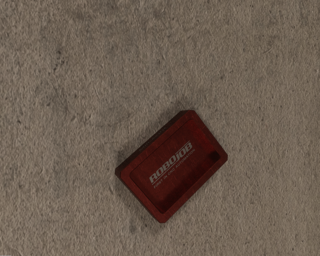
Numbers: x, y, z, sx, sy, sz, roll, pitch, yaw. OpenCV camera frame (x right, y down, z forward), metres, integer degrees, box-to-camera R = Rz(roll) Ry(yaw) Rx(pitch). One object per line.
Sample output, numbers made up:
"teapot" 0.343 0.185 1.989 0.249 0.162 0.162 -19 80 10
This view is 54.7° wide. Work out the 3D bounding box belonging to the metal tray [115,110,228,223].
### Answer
"metal tray" 0.018 0.049 0.414 0.130 0.030 0.090 -42 104 -16
